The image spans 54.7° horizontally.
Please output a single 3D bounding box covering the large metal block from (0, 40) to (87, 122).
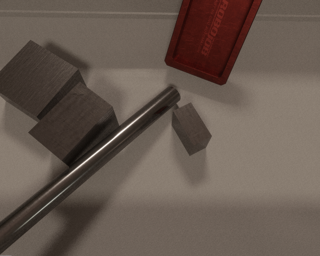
[{"bbox_3d":[-0.160,-0.057,0.415,0.080,0.050,0.080,32,73,10],"label":"large metal block"}]

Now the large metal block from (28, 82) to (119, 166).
[{"bbox_3d":[-0.098,0.004,0.378,0.050,0.080,0.080,37,74,12],"label":"large metal block"}]

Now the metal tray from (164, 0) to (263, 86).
[{"bbox_3d":[0.068,-0.131,0.406,0.090,0.129,0.030,22,33,5],"label":"metal tray"}]

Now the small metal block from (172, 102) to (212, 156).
[{"bbox_3d":[0.039,0.003,0.396,0.025,0.050,0.050,-27,73,-9],"label":"small metal block"}]

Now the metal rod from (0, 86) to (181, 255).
[{"bbox_3d":[-0.081,0.041,0.358,0.025,0.025,0.301,42,61,13],"label":"metal rod"}]
